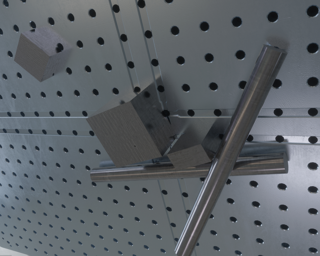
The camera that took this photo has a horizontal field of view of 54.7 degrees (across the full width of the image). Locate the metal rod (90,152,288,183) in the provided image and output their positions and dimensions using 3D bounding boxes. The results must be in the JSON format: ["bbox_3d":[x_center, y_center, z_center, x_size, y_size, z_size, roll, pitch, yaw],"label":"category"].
[{"bbox_3d":[0.019,0.059,0.437,0.300,0.025,0.025,-9,114,32],"label":"metal rod"}]

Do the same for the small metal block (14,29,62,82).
[{"bbox_3d":[-0.174,-0.102,0.439,0.050,0.025,0.050,39,129,1],"label":"small metal block"}]

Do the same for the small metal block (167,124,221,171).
[{"bbox_3d":[0.044,0.024,0.387,0.050,0.050,0.025,-21,107,36],"label":"small metal block"}]

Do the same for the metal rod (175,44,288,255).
[{"bbox_3d":[0.073,0.049,0.371,0.025,0.025,0.298,24,118,13],"label":"metal rod"}]

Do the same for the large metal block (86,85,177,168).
[{"bbox_3d":[-0.037,0.000,0.414,0.080,0.050,0.080,-18,109,35],"label":"large metal block"}]
